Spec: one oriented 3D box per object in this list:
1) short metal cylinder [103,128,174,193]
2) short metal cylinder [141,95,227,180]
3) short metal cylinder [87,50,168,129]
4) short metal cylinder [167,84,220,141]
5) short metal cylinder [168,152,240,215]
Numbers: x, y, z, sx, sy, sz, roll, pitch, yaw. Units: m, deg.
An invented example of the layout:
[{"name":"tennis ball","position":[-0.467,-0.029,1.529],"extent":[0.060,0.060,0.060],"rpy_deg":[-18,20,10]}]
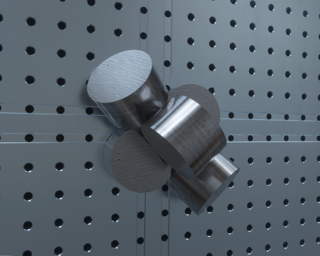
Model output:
[{"name":"short metal cylinder","position":[-0.027,0.037,0.390],"extent":[0.081,0.050,0.079],"rpy_deg":[0,90,-21]},{"name":"short metal cylinder","position":[0.025,0.010,0.339],"extent":[0.050,0.080,0.080],"rpy_deg":[-43,104,-15]},{"name":"short metal cylinder","position":[-0.037,-0.045,0.363],"extent":[0.080,0.080,0.050],"rpy_deg":[-48,139,-14]},{"name":"short metal cylinder","position":[0.032,-0.016,0.411],"extent":[0.081,0.050,0.079],"rpy_deg":[0,90,-21]},{"name":"short metal cylinder","position":[0.057,0.065,0.398],"extent":[0.080,0.080,0.050],"rpy_deg":[-42,68,-15]}]
